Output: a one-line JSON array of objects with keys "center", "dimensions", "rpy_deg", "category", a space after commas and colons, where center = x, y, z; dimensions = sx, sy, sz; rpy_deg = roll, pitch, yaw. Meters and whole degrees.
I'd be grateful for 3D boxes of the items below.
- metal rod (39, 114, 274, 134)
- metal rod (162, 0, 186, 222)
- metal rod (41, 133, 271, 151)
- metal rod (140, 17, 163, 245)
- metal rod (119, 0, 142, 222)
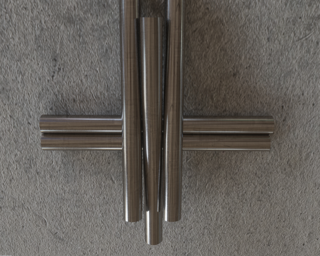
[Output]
[{"center": [-0.003, -0.005, 0.410], "dimensions": [0.302, 0.025, 0.025], "rpy_deg": [0, 110, -1], "category": "metal rod"}, {"center": [0.017, -0.028, 0.378], "dimensions": [0.025, 0.025, 0.298], "rpy_deg": [0, 102, -1], "category": "metal rod"}, {"center": [-0.005, 0.019, 0.419], "dimensions": [0.302, 0.025, 0.025], "rpy_deg": [0, 110, -1], "category": "metal rod"}, {"center": [-0.009, 0.018, 0.390], "dimensions": [0.025, 0.025, 0.298], "rpy_deg": [0, 110, 0], "category": "metal rod"}, {"center": [-0.035, -0.027, 0.378], "dimensions": [0.025, 0.025, 0.298], "rpy_deg": [0, 102, -1], "category": "metal rod"}]
